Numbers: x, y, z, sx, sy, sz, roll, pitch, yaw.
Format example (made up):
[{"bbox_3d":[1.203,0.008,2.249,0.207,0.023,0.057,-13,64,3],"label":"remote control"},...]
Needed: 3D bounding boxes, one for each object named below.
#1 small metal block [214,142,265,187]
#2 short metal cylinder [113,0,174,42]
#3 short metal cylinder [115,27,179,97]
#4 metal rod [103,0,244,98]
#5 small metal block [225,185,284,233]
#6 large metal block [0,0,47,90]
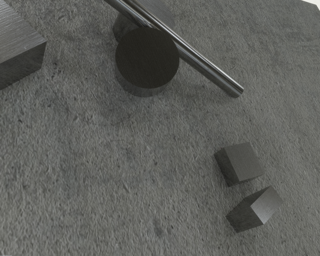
[{"bbox_3d":[0.111,0.051,0.435,0.050,0.025,0.050,-8,66,-32],"label":"small metal block"},{"bbox_3d":[-0.025,-0.157,0.472,0.081,0.050,0.080,14,56,-21],"label":"short metal cylinder"},{"bbox_3d":[-0.019,-0.085,0.411,0.081,0.050,0.080,1,83,-9],"label":"short metal cylinder"},{"bbox_3d":[0.016,-0.123,0.436,0.301,0.025,0.025,29,50,-31],"label":"metal rod"},{"bbox_3d":[0.119,0.103,0.391,0.050,0.050,0.025,-28,77,-37],"label":"small metal block"},{"bbox_3d":[-0.189,-0.091,0.342,0.080,0.050,0.080,43,51,1],"label":"large metal block"}]
